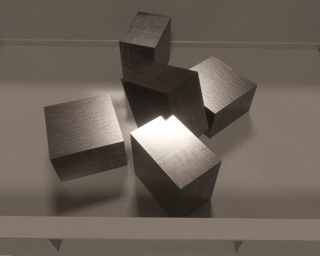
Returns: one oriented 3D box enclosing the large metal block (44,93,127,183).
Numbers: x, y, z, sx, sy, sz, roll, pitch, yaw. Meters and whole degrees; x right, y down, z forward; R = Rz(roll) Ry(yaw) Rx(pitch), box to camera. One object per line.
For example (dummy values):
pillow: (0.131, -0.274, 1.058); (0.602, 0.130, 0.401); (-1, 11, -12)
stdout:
large metal block: (-0.091, 0.010, 0.379); (0.081, 0.050, 0.080); (-14, 52, -12)

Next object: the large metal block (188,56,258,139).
large metal block: (0.071, -0.044, 0.427); (0.080, 0.050, 0.080); (-33, 58, -25)

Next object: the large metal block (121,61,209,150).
large metal block: (0.007, -0.029, 0.379); (0.050, 0.080, 0.080); (-38, 40, -27)

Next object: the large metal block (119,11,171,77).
large metal block: (-0.020, -0.115, 0.465); (0.050, 0.080, 0.080); (13, 51, 10)

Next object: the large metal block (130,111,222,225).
large metal block: (0.014, 0.043, 0.333); (0.050, 0.080, 0.080); (-30, 57, -23)
